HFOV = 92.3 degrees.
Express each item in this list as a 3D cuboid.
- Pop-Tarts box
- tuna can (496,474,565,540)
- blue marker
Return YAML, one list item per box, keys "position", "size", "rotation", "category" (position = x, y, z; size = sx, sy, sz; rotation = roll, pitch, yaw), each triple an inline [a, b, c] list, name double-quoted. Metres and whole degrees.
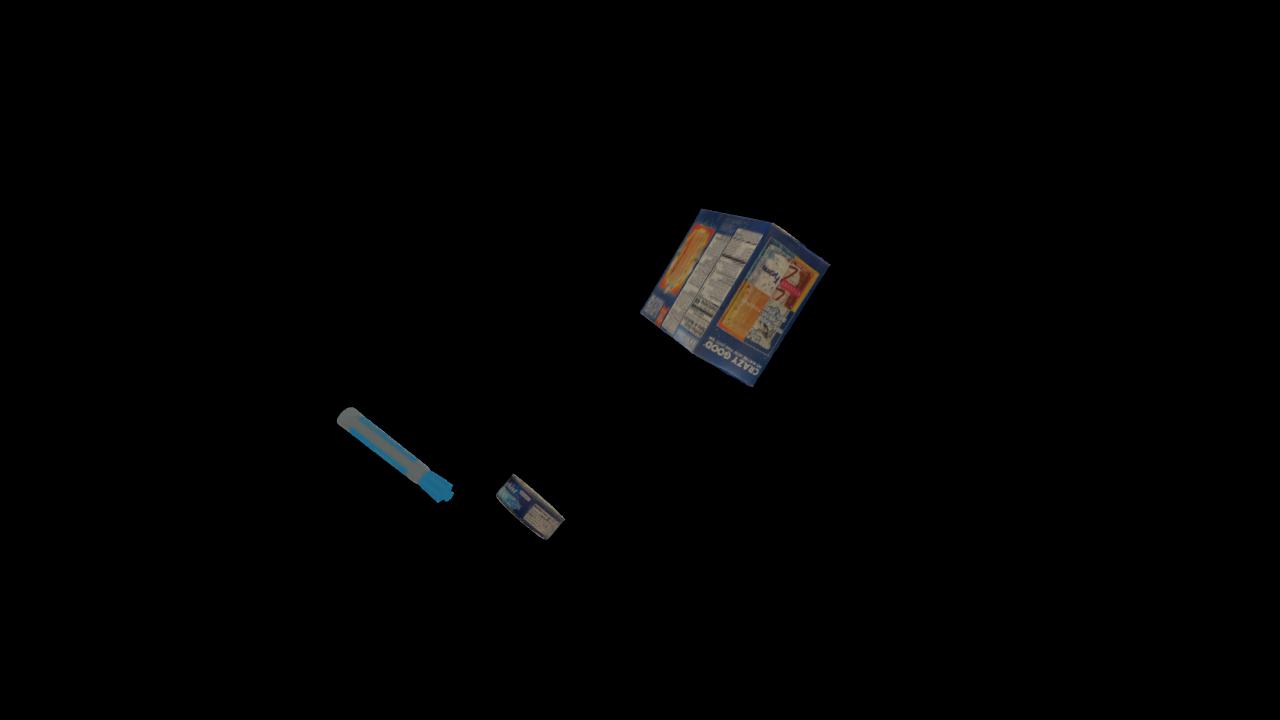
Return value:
- position: [0.090, -0.072, 0.646]
  size: [0.083, 0.141, 0.167]
  rotation: [29, 7, -24]
  category: "Pop-Tarts box"
- position: [-0.131, 0.175, 0.734]
  size: [0.084, 0.034, 0.084]
  rotation: [39, -13, 11]
  category: "tuna can"
- position: [-0.208, 0.082, 0.525]
  size: [0.121, 0.020, 0.020]
  rotation: [34, 7, 10]
  category: "blue marker"
